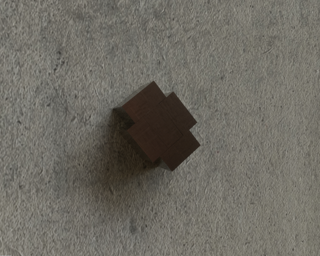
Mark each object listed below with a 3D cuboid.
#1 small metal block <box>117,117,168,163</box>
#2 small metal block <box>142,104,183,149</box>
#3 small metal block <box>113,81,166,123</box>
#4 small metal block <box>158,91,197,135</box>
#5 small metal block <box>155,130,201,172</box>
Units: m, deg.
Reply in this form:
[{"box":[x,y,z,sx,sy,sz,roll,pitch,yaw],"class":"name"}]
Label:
[{"box":[-0.023,0.014,0.389,0.025,0.050,0.050,-42,104,-15],"class":"small metal block"},{"box":[-0.005,-0.002,0.396,0.025,0.050,0.050,-42,104,-15],"class":"small metal block"},{"box":[-0.027,-0.031,0.387,0.050,0.050,0.025,-41,104,-16],"class":"small metal block"},{"box":[0.014,-0.018,0.402,0.025,0.050,0.050,-43,104,-15],"class":"small metal block"},{"box":[0.017,0.028,0.404,0.050,0.050,0.025,-41,104,-16],"class":"small metal block"}]
